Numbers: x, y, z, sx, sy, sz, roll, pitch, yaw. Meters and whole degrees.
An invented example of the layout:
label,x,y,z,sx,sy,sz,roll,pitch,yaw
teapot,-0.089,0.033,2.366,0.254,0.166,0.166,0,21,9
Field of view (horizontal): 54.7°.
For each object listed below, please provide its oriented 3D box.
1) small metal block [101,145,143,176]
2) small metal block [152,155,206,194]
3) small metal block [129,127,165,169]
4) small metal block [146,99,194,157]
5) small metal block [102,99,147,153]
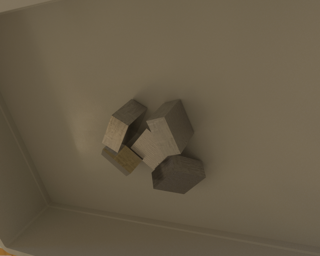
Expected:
label,x,y,z,sx,sy,sz,roll,pitch,yaw
small metal block,-0.056,0.042,0.445,0.050,0.025,0.050,41,162,-1
small metal block,0.024,0.063,0.415,0.050,0.025,0.050,16,135,-29
small metal block,-0.006,0.025,0.423,0.050,0.025,0.050,41,129,0
small metal block,0.014,-0.001,0.381,0.025,0.050,0.050,-12,112,32
small metal block,-0.047,-0.003,0.411,0.025,0.050,0.050,32,128,7
